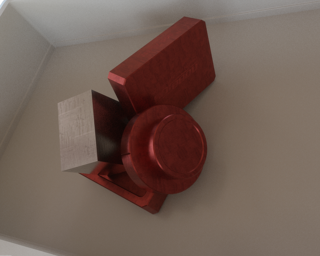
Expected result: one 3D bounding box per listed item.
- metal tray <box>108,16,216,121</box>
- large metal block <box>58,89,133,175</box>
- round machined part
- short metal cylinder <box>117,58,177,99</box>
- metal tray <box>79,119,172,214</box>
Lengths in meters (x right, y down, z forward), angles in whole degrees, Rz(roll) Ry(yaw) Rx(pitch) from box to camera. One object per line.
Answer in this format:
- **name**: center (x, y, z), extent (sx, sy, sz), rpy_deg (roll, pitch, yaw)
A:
- **metal tray**: center (0.009, -0.062, 0.374), extent (0.131, 0.090, 0.030), rpy_deg (-42, 46, -21)
- **large metal block**: center (-0.071, 0.010, 0.368), extent (0.050, 0.080, 0.080), rpy_deg (-17, 71, 25)
- **round machined part**: center (0.011, 0.021, 0.332), extent (0.042, 0.098, 0.098), rpy_deg (-17, 49, 56)
- **short metal cylinder**: center (-0.014, -0.067, 0.416), extent (0.080, 0.050, 0.080), rpy_deg (-24, 28, 14)
- **metal tray**: center (-0.039, 0.040, 0.394), extent (0.130, 0.030, 0.090), rpy_deg (19, 71, 35)
